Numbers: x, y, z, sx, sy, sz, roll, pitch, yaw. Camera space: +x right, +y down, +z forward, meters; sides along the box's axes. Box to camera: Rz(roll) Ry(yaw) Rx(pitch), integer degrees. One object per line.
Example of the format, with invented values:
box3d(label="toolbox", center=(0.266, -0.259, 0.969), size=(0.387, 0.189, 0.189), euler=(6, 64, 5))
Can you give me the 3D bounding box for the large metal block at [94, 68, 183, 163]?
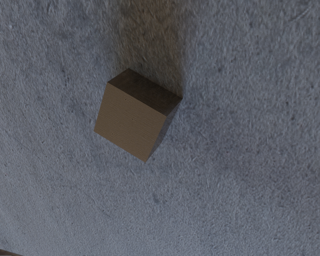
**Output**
box3d(label="large metal block", center=(-0.029, -0.016, 0.395), size=(0.080, 0.050, 0.079), euler=(31, 128, 8))
